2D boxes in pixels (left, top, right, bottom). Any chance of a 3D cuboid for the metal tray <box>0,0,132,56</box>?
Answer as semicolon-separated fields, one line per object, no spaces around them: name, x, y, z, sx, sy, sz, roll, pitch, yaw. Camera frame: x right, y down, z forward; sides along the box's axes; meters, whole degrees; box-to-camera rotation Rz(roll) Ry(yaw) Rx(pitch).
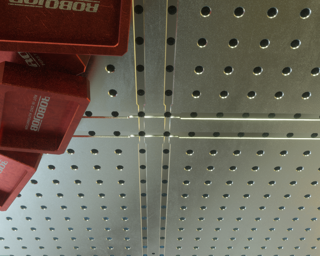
metal tray;-0.093;-0.115;0.276;0.131;0.030;0.089;-2;121;-19

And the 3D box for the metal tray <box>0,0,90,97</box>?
metal tray;-0.146;-0.101;0.320;0.090;0.030;0.130;-20;128;16

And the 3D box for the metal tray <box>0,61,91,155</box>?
metal tray;-0.144;-0.015;0.361;0.091;0.030;0.129;8;144;-28

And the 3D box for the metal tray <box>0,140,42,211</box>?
metal tray;-0.248;0.068;0.462;0.090;0.030;0.129;30;124;-24
